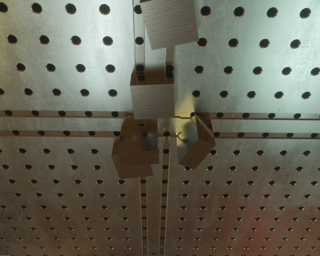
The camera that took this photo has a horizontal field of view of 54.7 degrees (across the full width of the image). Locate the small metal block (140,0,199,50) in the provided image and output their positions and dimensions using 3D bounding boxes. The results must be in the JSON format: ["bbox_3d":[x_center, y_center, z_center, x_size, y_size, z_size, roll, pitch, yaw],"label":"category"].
[{"bbox_3d":[0.011,-0.112,0.316,0.050,0.025,0.050,-10,130,7],"label":"small metal block"}]

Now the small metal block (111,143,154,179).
[{"bbox_3d":[-0.038,0.046,0.451,0.050,0.025,0.050,-8,130,6],"label":"small metal block"}]

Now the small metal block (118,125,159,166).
[{"bbox_3d":[-0.027,0.023,0.414,0.050,0.050,0.025,-4,130,3],"label":"small metal block"}]

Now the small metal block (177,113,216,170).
[{"bbox_3d":[0.046,0.018,0.411,0.025,0.050,0.050,21,127,-17],"label":"small metal block"}]

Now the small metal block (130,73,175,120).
[{"bbox_3d":[-0.008,-0.039,0.379,0.050,0.025,0.050,-3,130,1],"label":"small metal block"}]
